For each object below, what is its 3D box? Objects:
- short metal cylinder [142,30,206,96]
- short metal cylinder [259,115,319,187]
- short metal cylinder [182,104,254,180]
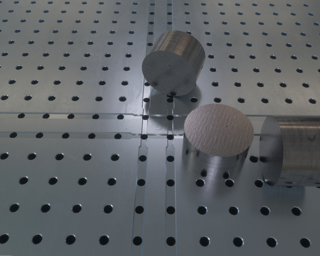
[{"bbox_3d":[0.020,-0.093,0.450,0.080,0.080,0.050,15,52,12],"label":"short metal cylinder"},{"bbox_3d":[0.150,0.026,0.351,0.050,0.080,0.080,1,50,1],"label":"short metal cylinder"},{"bbox_3d":[0.068,0.016,0.378,0.081,0.050,0.080,0,50,0],"label":"short metal cylinder"}]
